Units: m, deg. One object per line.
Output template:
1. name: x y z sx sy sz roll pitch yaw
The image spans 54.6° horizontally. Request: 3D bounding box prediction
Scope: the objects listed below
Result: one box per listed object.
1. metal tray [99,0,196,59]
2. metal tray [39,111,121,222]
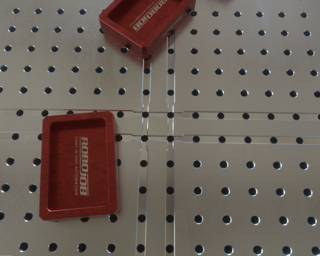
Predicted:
1. metal tray: -0.017 -0.179 0.474 0.090 0.030 0.130 36 74 12
2. metal tray: -0.100 0.046 0.391 0.091 0.030 0.130 -5 70 -2
